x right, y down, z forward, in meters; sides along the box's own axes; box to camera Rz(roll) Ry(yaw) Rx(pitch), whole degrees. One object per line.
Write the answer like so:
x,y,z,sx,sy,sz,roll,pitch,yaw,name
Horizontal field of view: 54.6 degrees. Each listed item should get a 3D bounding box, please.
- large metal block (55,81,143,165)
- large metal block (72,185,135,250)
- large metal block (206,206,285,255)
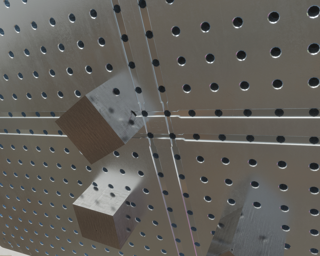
-0.086,-0.006,0.438,0.080,0.050,0.080,-31,102,38,large metal block
-0.097,0.156,0.543,0.080,0.050,0.080,9,122,24,large metal block
0.116,0.169,0.419,0.080,0.080,0.050,42,129,-1,large metal block
